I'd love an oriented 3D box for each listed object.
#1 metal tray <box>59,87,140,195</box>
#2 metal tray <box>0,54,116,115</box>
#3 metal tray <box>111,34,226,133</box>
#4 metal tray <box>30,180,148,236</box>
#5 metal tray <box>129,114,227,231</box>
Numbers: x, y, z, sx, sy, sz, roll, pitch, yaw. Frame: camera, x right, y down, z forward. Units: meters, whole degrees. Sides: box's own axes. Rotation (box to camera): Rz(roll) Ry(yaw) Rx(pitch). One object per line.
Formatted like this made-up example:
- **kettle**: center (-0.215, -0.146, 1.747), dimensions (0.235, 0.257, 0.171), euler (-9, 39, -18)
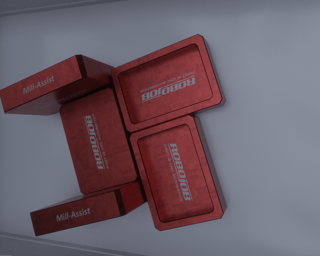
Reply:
- **metal tray**: center (-0.081, 0.019, 0.432), dimensions (0.090, 0.030, 0.129), euler (-18, 84, 18)
- **metal tray**: center (-0.132, -0.053, 0.417), dimensions (0.130, 0.090, 0.030), euler (-19, 84, 18)
- **metal tray**: center (0.009, -0.054, 0.402), dimensions (0.130, 0.030, 0.090), euler (-18, 84, 18)
- **metal tray**: center (-0.086, 0.100, 0.402), dimensions (0.130, 0.090, 0.030), euler (-18, 84, 18)
- **metal tray**: center (0.022, 0.057, 0.397), dimensions (0.090, 0.030, 0.129), euler (-18, 84, 18)
